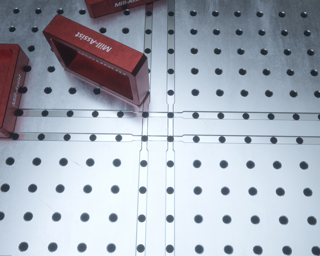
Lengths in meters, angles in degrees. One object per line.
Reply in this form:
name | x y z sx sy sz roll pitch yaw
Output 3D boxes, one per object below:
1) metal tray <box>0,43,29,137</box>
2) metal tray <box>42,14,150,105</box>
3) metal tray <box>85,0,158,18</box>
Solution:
metal tray | -0.243 -0.054 0.427 0.090 0.030 0.130 2 70 0
metal tray | -0.079 -0.086 0.408 0.130 0.090 0.030 27 73 9
metal tray | -0.062 -0.236 0.494 0.131 0.030 0.090 -18 71 -7
